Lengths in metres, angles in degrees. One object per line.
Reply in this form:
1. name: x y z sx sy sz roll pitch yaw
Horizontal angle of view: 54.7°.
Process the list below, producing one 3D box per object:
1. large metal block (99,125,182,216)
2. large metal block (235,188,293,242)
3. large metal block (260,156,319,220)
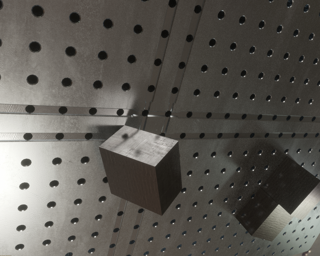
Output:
1. large metal block: -0.022 0.051 0.388 0.050 0.080 0.079 -44 139 -42
2. large metal block: 0.215 0.176 0.625 0.080 0.050 0.080 28 103 -38
3. large metal block: 0.256 0.113 0.589 0.050 0.080 0.080 29 102 -38
